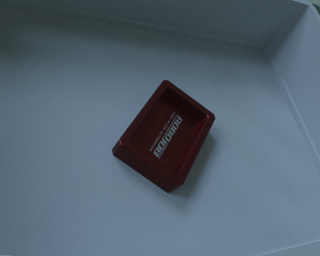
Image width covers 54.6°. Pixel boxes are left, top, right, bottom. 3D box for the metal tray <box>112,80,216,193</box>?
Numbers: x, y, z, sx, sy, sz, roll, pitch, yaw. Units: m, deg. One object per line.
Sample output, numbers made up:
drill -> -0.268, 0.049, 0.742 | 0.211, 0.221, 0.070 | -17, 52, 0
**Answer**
metal tray -> 0.010, 0.006, 0.403 | 0.090, 0.030, 0.130 | 36, 51, -4
